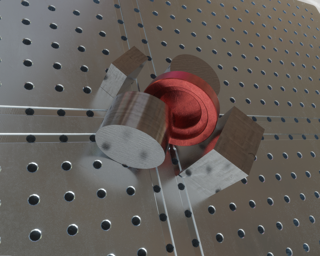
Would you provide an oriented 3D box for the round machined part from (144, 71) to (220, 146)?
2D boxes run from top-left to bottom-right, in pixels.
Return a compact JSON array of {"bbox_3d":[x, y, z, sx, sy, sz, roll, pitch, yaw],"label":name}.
[{"bbox_3d":[0.027,-0.028,0.395,0.098,0.097,0.042,36,39,-5],"label":"round machined part"}]

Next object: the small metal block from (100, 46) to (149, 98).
[{"bbox_3d":[-0.048,-0.074,0.413,0.025,0.050,0.050,41,51,-1],"label":"small metal block"}]

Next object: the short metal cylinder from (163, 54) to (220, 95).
[{"bbox_3d":[0.040,-0.060,0.451,0.081,0.050,0.080,14,56,-21],"label":"short metal cylinder"}]

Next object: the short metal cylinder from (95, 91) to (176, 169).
[{"bbox_3d":[-0.027,0.004,0.357,0.080,0.080,0.050,28,52,-12],"label":"short metal cylinder"}]

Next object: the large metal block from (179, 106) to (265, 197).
[{"bbox_3d":[0.080,0.031,0.399,0.050,0.080,0.080,37,51,-4],"label":"large metal block"}]
